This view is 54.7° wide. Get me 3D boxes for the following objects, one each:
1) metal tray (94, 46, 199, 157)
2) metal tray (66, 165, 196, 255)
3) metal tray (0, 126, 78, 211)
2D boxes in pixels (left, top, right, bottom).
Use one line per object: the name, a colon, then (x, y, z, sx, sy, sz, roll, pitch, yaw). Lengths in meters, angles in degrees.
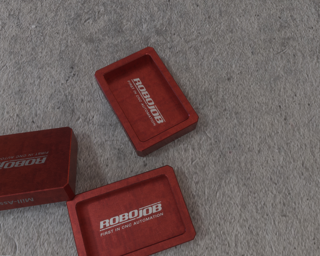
metal tray: (-0.019, -0.038, 0.418, 0.090, 0.030, 0.130, -28, 73, -10)
metal tray: (-0.034, 0.107, 0.365, 0.131, 0.030, 0.090, -17, 71, -7)
metal tray: (-0.169, 0.049, 0.370, 0.131, 0.030, 0.090, -8, 49, -3)
